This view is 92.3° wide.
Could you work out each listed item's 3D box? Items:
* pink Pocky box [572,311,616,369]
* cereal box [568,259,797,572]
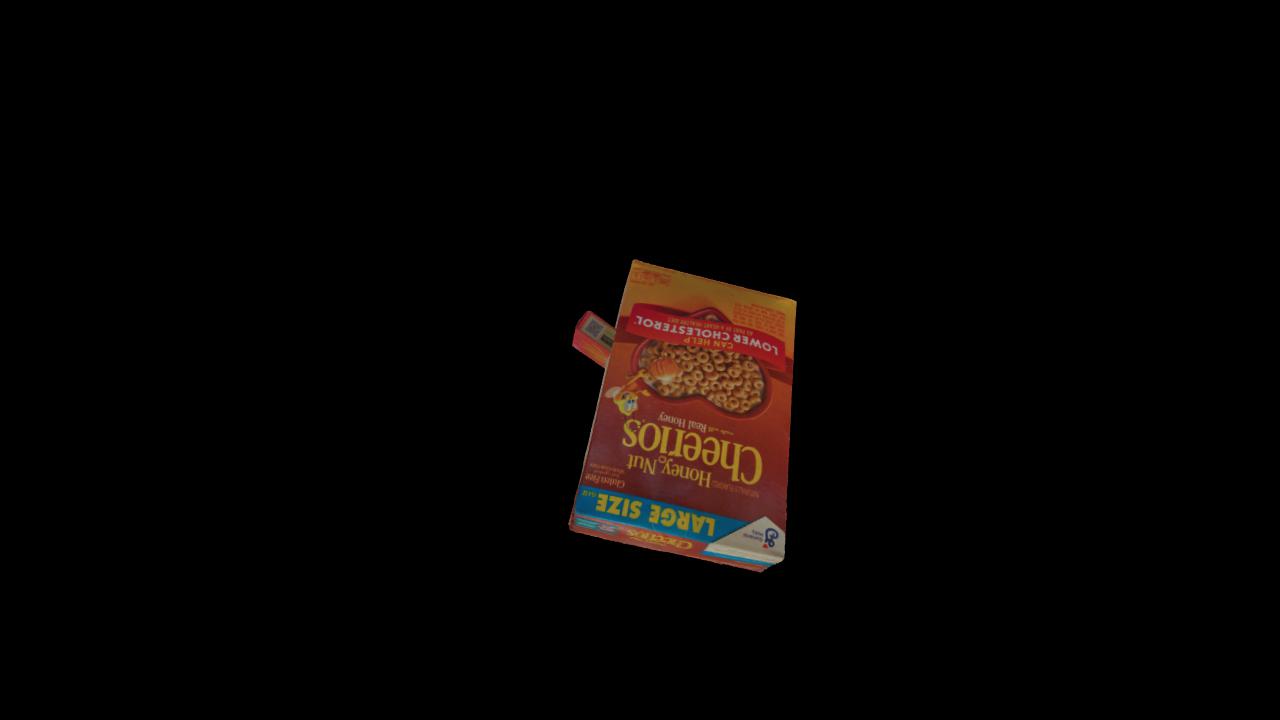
[{"bbox_3d":[-0.006,0.008,0.687,0.155,0.029,0.084,35,-14,-1],"label":"pink Pocky box"},{"bbox_3d":[0.056,0.050,0.659,0.203,0.306,0.081,14,-32,-4],"label":"cereal box"}]
